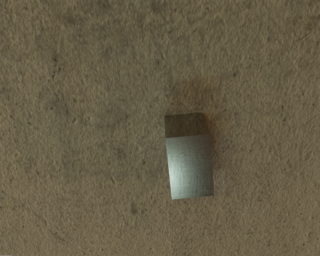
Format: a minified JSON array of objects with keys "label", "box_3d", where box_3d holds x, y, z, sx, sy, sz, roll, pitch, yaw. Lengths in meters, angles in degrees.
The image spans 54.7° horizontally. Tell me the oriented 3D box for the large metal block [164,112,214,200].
[{"label":"large metal block","box_3d":[0.035,0.032,0.393,0.050,0.080,0.079,-6,110,2]}]
